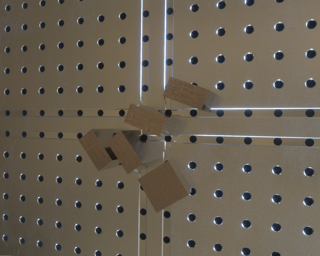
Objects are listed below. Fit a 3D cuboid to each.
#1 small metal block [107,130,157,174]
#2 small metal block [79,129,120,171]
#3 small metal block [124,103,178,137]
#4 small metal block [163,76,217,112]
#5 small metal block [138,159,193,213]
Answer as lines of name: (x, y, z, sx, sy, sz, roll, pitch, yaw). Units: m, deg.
small metal block: (-0.036, 0.030, 0.411, 0.025, 0.050, 0.050, -38, 78, 16)
small metal block: (-0.076, 0.028, 0.425, 0.025, 0.050, 0.050, -39, 78, 16)
small metal block: (-0.010, -0.010, 0.402, 0.050, 0.050, 0.025, 22, 98, 18)
small metal block: (0.038, -0.041, 0.385, 0.050, 0.050, 0.025, 22, 98, 18)
small metal block: (0.007, 0.076, 0.409, 0.050, 0.025, 0.050, -34, 80, 16)
